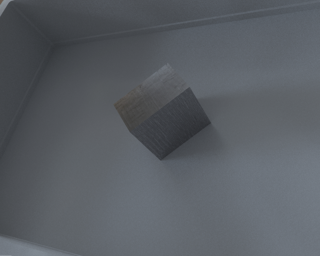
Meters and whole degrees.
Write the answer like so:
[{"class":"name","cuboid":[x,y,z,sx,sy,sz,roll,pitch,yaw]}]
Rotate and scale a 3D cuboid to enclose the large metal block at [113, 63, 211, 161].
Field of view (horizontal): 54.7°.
[{"class":"large metal block","cuboid":[0.005,-0.017,0.377,0.080,0.080,0.050,-37,51,3]}]
